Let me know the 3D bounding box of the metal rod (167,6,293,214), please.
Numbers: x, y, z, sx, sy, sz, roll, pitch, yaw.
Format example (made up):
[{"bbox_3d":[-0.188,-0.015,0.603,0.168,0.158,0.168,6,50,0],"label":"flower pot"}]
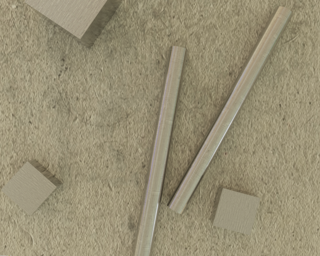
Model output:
[{"bbox_3d":[0.092,-0.023,0.411,0.025,0.025,0.299,29,90,-1],"label":"metal rod"}]

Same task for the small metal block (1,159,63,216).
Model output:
[{"bbox_3d":[-0.168,0.077,0.408,0.050,0.025,0.050,42,90,-1],"label":"small metal block"}]

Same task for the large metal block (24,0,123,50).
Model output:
[{"bbox_3d":[-0.107,-0.162,0.396,0.080,0.050,0.080,34,90,-1],"label":"large metal block"}]

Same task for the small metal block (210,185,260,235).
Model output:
[{"bbox_3d":[0.099,0.108,0.411,0.050,0.025,0.050,15,90,-1],"label":"small metal block"}]

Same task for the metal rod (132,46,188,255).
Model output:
[{"bbox_3d":[-0.001,0.042,0.409,0.025,0.025,0.298,10,90,-1],"label":"metal rod"}]
